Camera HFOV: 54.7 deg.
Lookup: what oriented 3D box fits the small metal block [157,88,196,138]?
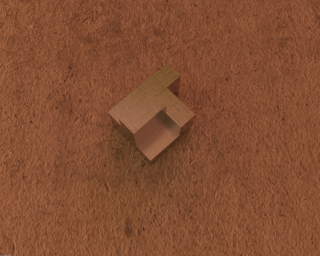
[{"bbox_3d":[0.017,-0.017,0.402,0.025,0.050,0.050,-41,76,-14],"label":"small metal block"}]

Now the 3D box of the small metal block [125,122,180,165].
[{"bbox_3d":[-0.010,0.012,0.405,0.050,0.025,0.050,-41,75,-14],"label":"small metal block"}]

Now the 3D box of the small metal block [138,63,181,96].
[{"bbox_3d":[0.000,-0.051,0.414,0.050,0.050,0.025,-42,76,-14],"label":"small metal block"}]

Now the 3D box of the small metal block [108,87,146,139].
[{"bbox_3d":[-0.037,-0.019,0.402,0.050,0.050,0.025,-42,76,-14],"label":"small metal block"}]

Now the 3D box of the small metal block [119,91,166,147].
[{"bbox_3d":[-0.020,-0.010,0.373,0.050,0.050,0.025,-42,76,-14],"label":"small metal block"}]
